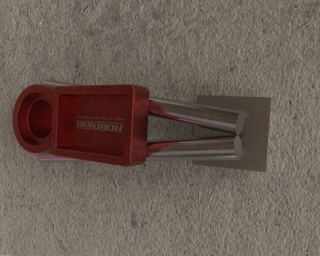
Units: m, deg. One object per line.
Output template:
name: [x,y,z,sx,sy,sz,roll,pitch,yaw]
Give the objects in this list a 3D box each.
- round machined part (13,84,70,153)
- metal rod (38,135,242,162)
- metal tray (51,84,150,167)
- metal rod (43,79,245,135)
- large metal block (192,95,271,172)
round machined part: [-0.165,-0.013,0.452,0.098,0.042,0.097,0,89,30]
metal rod: [-0.048,0.030,0.392,0.300,0.025,0.025,-5,89,32]
metal tray: [-0.077,-0.006,0.378,0.130,0.030,0.089,4,91,32]
metal rod: [-0.044,-0.033,0.390,0.300,0.025,0.025,13,94,32]
large metal block: [0.086,0.005,0.365,0.080,0.050,0.079,4,91,19]
